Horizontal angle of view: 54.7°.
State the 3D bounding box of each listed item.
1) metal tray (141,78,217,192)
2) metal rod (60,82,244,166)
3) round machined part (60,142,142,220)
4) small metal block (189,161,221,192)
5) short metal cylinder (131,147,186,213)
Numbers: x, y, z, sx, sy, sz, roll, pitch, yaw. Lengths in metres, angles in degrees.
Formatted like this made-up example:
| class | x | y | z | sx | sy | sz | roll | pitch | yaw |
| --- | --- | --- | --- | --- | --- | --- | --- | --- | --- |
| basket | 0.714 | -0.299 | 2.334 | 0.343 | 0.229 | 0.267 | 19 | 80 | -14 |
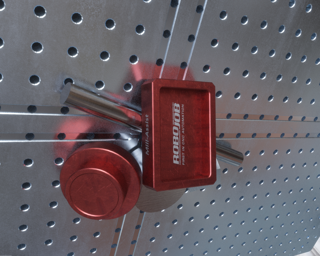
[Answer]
| class | x | y | z | sx | sy | sz | roll | pitch | yaw |
| --- | --- | --- | --- | --- | --- | --- | --- | --- | --- |
| metal tray | 0.025 | 0.007 | 0.383 | 0.091 | 0.030 | 0.129 | -1 | 90 | -29 |
| metal rod | 0.013 | 0.007 | 0.418 | 0.302 | 0.025 | 0.025 | 21 | 107 | -36 |
| round machined part | -0.072 | 0.069 | 0.368 | 0.099 | 0.042 | 0.097 | 2 | 110 | 6 |
| small metal block | 0.064 | 0.069 | 0.470 | 0.050 | 0.025 | 0.050 | -16 | 143 | 0 |
| short metal cylinder | -0.008 | 0.069 | 0.429 | 0.081 | 0.050 | 0.079 | -14 | 124 | -21 |
